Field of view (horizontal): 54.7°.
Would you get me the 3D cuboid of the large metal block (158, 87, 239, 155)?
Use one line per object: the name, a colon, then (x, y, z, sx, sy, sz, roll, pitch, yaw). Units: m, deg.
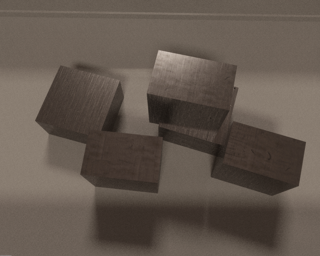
large metal block: (0.048, -0.018, 0.404, 0.080, 0.050, 0.080, 17, 71, 5)

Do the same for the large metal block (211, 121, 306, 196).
large metal block: (0.112, 0.039, 0.367, 0.080, 0.080, 0.050, 17, 71, 5)

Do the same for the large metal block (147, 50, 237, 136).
large metal block: (0.032, -0.035, 0.340, 0.080, 0.080, 0.050, 12, 71, 4)

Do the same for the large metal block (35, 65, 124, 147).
large metal block: (-0.100, -0.026, 0.405, 0.080, 0.050, 0.080, 15, 71, 5)

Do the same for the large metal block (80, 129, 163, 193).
large metal block: (-0.040, 0.042, 0.365, 0.080, 0.080, 0.050, 6, 70, 2)
